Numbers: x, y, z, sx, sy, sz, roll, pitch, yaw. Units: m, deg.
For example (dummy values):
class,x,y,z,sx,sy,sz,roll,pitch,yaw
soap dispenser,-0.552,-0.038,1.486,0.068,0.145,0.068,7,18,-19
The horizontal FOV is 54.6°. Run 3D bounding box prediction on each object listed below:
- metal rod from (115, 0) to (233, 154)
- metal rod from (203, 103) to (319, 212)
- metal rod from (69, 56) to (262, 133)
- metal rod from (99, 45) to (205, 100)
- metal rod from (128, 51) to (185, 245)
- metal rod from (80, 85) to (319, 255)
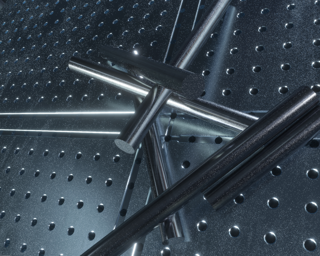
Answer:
class,x,y,z,sx,sy,sz,roll,pitch,yaw
metal rod,0.031,-0.091,0.407,0.025,0.025,0.301,11,54,33
metal rod,0.171,-0.013,0.326,0.300,0.025,0.025,-38,51,2
metal rod,-0.010,-0.050,0.417,0.300,0.025,0.025,23,74,27
metal rod,-0.031,-0.086,0.415,0.025,0.025,0.300,-46,31,-4
metal rod,-0.015,0.002,0.415,0.025,0.025,0.300,-24,53,14
metal rod,0.038,0.056,0.324,0.300,0.025,0.025,-37,51,-1
